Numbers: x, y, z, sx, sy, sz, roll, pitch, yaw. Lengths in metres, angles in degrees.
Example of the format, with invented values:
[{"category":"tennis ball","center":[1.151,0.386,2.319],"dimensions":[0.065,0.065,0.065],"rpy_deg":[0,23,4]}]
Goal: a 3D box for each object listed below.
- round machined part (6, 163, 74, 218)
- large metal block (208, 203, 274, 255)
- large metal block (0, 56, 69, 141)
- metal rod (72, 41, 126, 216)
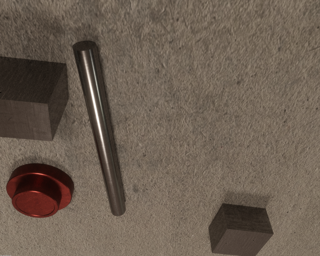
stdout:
[{"category":"round machined part","center":[-0.188,0.103,0.481],"dimensions":[0.099,0.042,0.097],"rpy_deg":[-1,130,0]},{"category":"large metal block","center":[0.140,0.182,0.548],"dimensions":[0.081,0.050,0.079],"rpy_deg":[9,130,-8]},{"category":"large metal block","center":[-0.151,-0.034,0.340],"dimensions":[0.081,0.080,0.050],"rpy_deg":[5,130,-5]},{"category":"metal rod","center":[-0.076,0.025,0.427],"dimensions":[0.025,0.025,0.298],"rpy_deg":[-2,130,1]}]
